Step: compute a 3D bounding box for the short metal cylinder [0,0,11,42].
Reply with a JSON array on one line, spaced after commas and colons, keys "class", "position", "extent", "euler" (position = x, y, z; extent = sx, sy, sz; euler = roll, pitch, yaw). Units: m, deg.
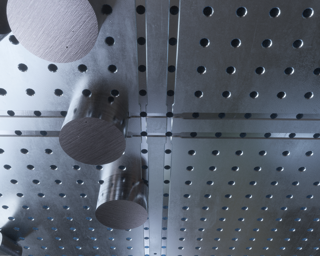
[{"class": "short metal cylinder", "position": [-0.184, -0.106, 0.283], "extent": [0.050, 0.080, 0.080], "euler": [-30, 124, 23]}]

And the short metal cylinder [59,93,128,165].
[{"class": "short metal cylinder", "position": [-0.082, 0.002, 0.396], "extent": [0.081, 0.050, 0.079], "euler": [0, 130, 0]}]

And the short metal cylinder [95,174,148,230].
[{"class": "short metal cylinder", "position": [-0.059, 0.119, 0.496], "extent": [0.081, 0.050, 0.079], "euler": [0, 130, 0]}]

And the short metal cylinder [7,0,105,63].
[{"class": "short metal cylinder", "position": [-0.097, -0.111, 0.300], "extent": [0.081, 0.050, 0.079], "euler": [0, 130, 0]}]

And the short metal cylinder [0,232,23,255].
[{"class": "short metal cylinder", "position": [-0.308, 0.243, 0.579], "extent": [0.080, 0.080, 0.050], "euler": [-23, 127, 18]}]
